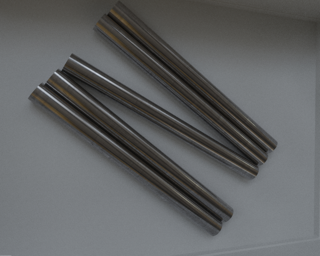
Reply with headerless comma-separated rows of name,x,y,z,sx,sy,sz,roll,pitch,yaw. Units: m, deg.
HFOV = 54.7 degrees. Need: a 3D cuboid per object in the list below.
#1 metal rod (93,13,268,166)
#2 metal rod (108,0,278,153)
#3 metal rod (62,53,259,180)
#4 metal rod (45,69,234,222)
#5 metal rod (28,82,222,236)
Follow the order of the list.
metal rod,0.039,-0.042,0.423,0.301,0.025,0.025,38,78,-16
metal rod,0.055,-0.061,0.429,0.301,0.025,0.025,38,78,-16
metal rod,0.013,-0.006,0.414,0.301,0.025,0.025,30,80,-18
metal rod,-0.015,0.032,0.404,0.301,0.025,0.025,40,78,-16
metal rod,-0.032,0.049,0.397,0.301,0.025,0.025,40,78,-16
